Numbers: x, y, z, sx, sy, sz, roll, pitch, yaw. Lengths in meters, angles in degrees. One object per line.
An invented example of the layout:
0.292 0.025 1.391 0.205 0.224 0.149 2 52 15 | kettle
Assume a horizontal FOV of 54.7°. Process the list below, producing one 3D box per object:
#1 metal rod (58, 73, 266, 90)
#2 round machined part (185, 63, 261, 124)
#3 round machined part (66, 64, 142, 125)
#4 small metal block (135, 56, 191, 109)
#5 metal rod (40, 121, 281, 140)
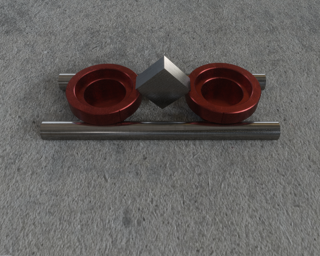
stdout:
0.004 -0.069 0.462 0.302 0.025 0.025 0 50 0 | metal rod
0.083 -0.042 0.423 0.099 0.042 0.098 0 50 0 | round machined part
-0.074 -0.040 0.421 0.099 0.042 0.098 0 50 0 | round machined part
0.004 -0.058 0.403 0.050 0.050 0.025 -31 40 31 | small metal block
0.001 0.003 0.401 0.302 0.025 0.025 0 50 0 | metal rod
